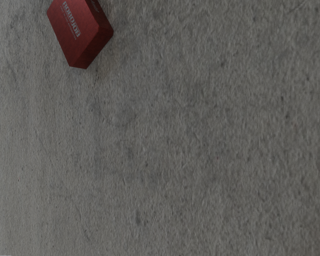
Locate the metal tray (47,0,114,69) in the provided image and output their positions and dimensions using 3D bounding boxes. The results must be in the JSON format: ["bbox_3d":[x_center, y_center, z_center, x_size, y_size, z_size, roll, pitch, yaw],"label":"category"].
[{"bbox_3d":[-0.135,-0.174,0.510,0.090,0.030,0.130,-41,65,32],"label":"metal tray"}]
